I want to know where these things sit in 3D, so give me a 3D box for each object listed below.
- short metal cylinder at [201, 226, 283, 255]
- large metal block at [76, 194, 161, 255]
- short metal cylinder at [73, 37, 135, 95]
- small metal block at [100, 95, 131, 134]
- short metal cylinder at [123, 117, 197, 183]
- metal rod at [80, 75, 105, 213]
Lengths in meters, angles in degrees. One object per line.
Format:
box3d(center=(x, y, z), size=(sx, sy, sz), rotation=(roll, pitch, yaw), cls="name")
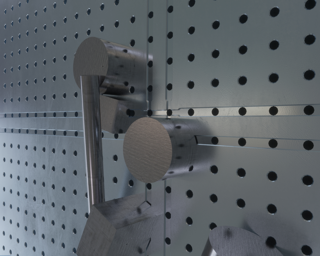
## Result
box3d(center=(0.079, 0.143, 0.308), size=(0.080, 0.081, 0.050), rotation=(28, 108, 36), cls="short metal cylinder")
box3d(center=(-0.056, 0.143, 0.420), size=(0.050, 0.081, 0.079), rotation=(33, 111, 35), cls="large metal block")
box3d(center=(-0.085, -0.091, 0.463), size=(0.080, 0.050, 0.080), rotation=(0, 91, 40), cls="short metal cylinder")
box3d(center=(-0.074, -0.022, 0.471), size=(0.050, 0.025, 0.050), rotation=(19, 102, 38), cls="small metal block")
box3d(center=(-0.001, 0.027, 0.394), size=(0.080, 0.050, 0.080), rotation=(0, 90, 40), cls="short metal cylinder")
box3d(center=(-0.095, 0.074, 0.453), size=(0.025, 0.025, 0.298), rotation=(11, 108, 39), cls="metal rod")
